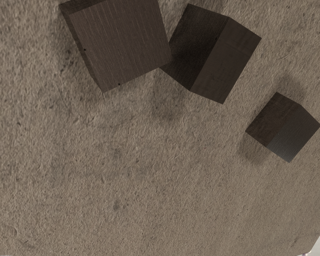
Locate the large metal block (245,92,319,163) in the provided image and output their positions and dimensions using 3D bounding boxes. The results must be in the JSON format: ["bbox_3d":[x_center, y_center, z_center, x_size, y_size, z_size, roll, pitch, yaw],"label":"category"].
[{"bbox_3d":[0.200,0.001,0.503,0.080,0.050,0.080,28,103,-38],"label":"large metal block"}]

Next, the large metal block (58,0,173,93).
[{"bbox_3d":[-0.042,-0.094,0.310,0.080,0.050,0.080,-27,128,-12],"label":"large metal block"}]

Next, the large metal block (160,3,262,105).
[{"bbox_3d":[0.051,-0.084,0.348,0.050,0.080,0.080,16,110,-35],"label":"large metal block"}]
